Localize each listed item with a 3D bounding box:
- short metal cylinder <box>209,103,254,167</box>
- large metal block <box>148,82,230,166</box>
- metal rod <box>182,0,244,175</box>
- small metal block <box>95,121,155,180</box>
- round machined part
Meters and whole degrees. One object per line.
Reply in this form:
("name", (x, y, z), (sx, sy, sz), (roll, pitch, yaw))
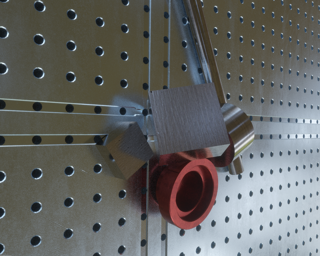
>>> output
("short metal cylinder", (0.088, 0.010, 0.450), (0.050, 0.080, 0.080), (-32, 110, -36))
("large metal block", (0.032, -0.004, 0.381), (0.081, 0.050, 0.080), (-9, 69, -6))
("metal rod", (0.085, -0.065, 0.482), (0.025, 0.025, 0.298), (-29, 108, -37))
("small metal block", (-0.042, 0.027, 0.376), (0.050, 0.025, 0.050), (-41, 115, -33))
("round machined part", (0.033, 0.083, 0.422), (0.099, 0.042, 0.097), (-10, 105, -42))
